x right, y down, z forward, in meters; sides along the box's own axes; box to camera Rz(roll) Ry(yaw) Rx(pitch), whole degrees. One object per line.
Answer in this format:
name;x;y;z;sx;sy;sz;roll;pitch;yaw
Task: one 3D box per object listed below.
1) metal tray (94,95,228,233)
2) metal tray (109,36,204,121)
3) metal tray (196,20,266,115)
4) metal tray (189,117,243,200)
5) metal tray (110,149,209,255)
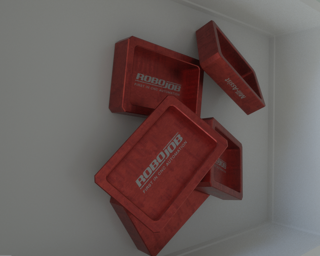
metal tray;0.002;0.038;0.350;0.090;0.030;0.130;41;75;2
metal tray;0.001;-0.056;0.405;0.131;0.030;0.089;8;85;-40
metal tray;0.107;-0.089;0.468;0.130;0.030;0.090;37;37;-34
metal tray;0.083;0.049;0.439;0.130;0.030;0.090;32;57;-53
metal tray;0.007;0.089;0.412;0.131;0.030;0.090;-39;114;-33
